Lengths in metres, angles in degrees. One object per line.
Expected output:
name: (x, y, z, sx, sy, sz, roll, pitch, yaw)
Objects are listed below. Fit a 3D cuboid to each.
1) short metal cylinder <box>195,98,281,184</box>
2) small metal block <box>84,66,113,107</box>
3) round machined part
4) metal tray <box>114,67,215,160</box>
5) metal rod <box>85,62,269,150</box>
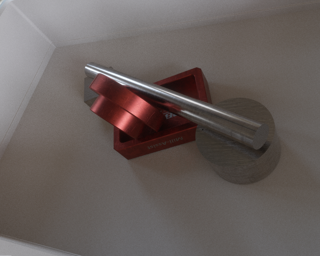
short metal cylinder: (0.085, 0.014, 0.334, 0.080, 0.050, 0.080, -13, 56, 20)
small metal block: (-0.091, -0.062, 0.488, 0.050, 0.025, 0.050, -20, 54, 16)
round machined part: (-0.045, -0.021, 0.375, 0.098, 0.098, 0.042, 31, 87, 37)
metal tray: (0.003, -0.019, 0.408, 0.130, 0.030, 0.090, -17, 55, 17)
metal rod: (-0.008, -0.041, 0.379, 0.300, 0.025, 0.025, 27, 76, 43)
